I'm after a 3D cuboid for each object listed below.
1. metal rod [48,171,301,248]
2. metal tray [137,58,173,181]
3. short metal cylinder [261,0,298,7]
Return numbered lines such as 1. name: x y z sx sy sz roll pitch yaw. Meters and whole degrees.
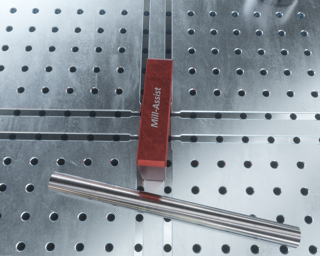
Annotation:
1. metal rod: 0.014 0.098 0.376 0.302 0.025 0.025 12 71 4
2. metal tray: -0.004 -0.008 0.379 0.030 0.090 0.130 4 70 2
3. short metal cylinder: 0.194 -0.240 0.489 0.081 0.050 0.080 0 70 0
